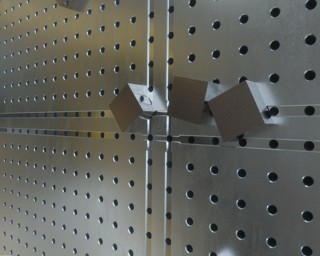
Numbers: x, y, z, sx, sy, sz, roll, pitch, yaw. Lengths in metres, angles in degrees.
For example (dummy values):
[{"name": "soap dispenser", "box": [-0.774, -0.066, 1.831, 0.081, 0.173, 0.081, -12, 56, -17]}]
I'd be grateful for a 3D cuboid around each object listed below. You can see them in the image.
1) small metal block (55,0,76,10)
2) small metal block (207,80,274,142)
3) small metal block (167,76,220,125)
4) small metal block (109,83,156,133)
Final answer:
[{"name": "small metal block", "box": [-0.167, -0.249, 0.550, 0.050, 0.025, 0.050, -52, 60, 27]}, {"name": "small metal block", "box": [0.087, -0.017, 0.338, 0.050, 0.025, 0.050, -30, 71, 36]}, {"name": "small metal block", "box": [0.039, -0.034, 0.378, 0.050, 0.025, 0.050, 17, 101, 38]}, {"name": "small metal block", "box": [-0.041, -0.028, 0.444, 0.050, 0.025, 0.050, -44, 63, 31]}]
